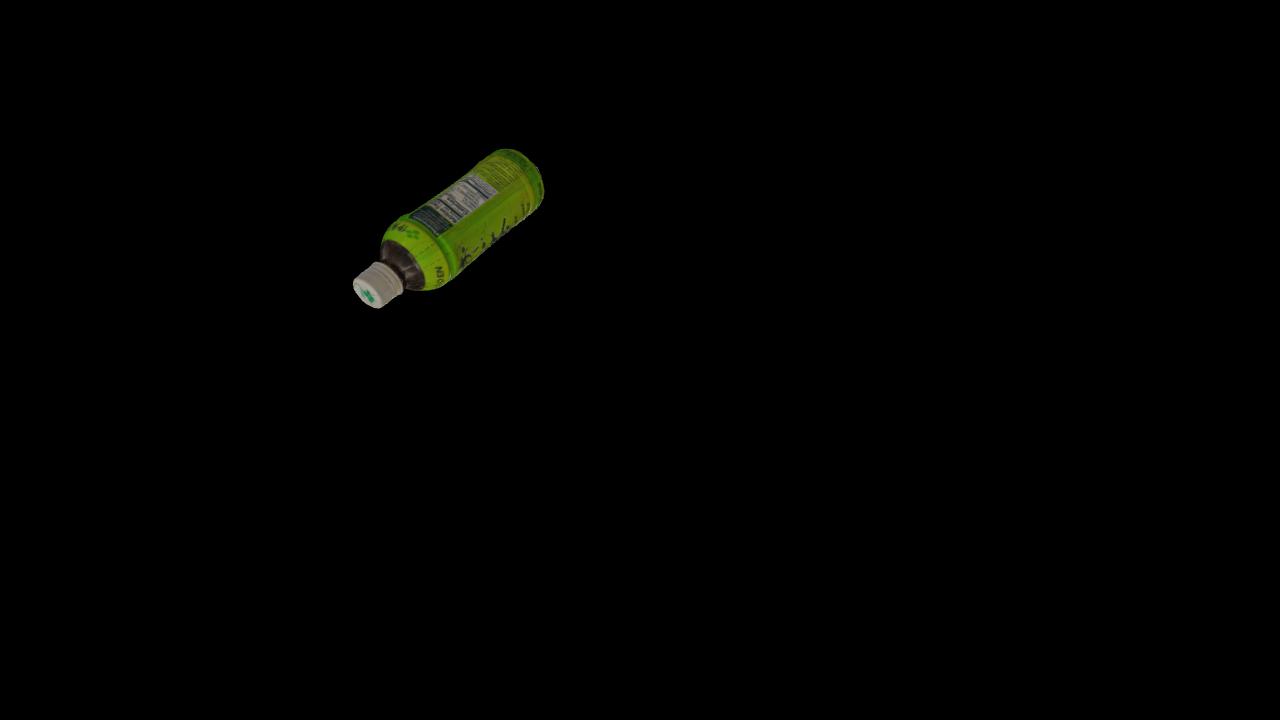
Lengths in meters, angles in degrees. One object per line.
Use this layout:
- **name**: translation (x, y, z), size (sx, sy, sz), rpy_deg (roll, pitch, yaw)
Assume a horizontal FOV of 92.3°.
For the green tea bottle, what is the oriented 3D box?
- **green tea bottle**: translation (-0.173, -0.120, 0.563), size (0.073, 0.073, 0.212), rpy_deg (0, 37, 38)
